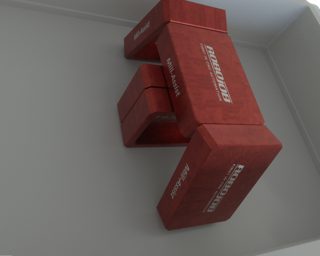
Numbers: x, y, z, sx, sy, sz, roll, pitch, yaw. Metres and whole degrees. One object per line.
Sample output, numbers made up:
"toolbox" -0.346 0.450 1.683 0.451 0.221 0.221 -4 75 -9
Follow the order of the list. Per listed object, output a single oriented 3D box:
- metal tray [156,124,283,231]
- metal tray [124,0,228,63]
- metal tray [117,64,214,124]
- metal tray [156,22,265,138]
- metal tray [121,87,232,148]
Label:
"metal tray" 0.060 0.055 0.333 0.091 0.129 0.030 1 40 -29
"metal tray" 0.016 -0.124 0.420 0.091 0.130 0.030 1 82 -28
"metal tray" 0.022 -0.036 0.396 0.131 0.090 0.030 1 62 -28
"metal tray" 0.054 -0.053 0.346 0.091 0.030 0.130 1 61 -28
"metal tray" 0.028 -0.009 0.383 0.131 0.090 0.030 1 62 -28
